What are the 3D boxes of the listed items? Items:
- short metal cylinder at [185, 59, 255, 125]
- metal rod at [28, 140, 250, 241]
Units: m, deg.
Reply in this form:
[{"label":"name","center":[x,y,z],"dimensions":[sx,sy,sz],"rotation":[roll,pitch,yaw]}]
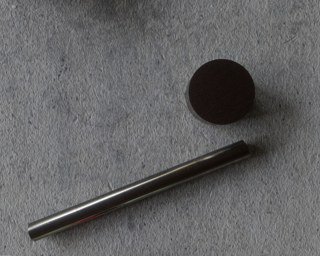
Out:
[{"label":"short metal cylinder","center":[0.075,-0.044,0.398],"dimensions":[0.081,0.050,0.079],"rotation":[0,90,-1]},{"label":"metal rod","center":[-0.027,0.082,0.409],"dimensions":[0.301,0.025,0.025],"rotation":[-21,90,-1]}]
